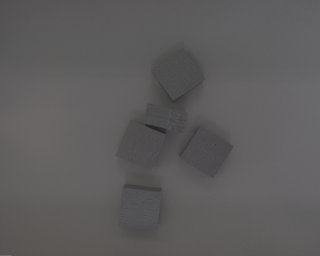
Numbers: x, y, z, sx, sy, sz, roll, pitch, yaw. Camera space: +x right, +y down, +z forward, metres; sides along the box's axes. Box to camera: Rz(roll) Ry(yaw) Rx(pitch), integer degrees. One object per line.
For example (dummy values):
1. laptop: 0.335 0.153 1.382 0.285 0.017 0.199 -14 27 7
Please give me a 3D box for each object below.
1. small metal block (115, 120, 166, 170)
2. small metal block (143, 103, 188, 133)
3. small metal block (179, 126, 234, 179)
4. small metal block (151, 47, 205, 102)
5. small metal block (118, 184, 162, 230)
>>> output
1. small metal block: -0.025 0.022 0.411 0.050 0.025 0.050 22 90 0
2. small metal block: 0.007 -0.012 0.399 0.050 0.050 0.025 13 90 0
3. small metal block: 0.061 0.031 0.412 0.050 0.025 0.050 33 90 0
4. small metal block: 0.023 -0.069 0.411 0.050 0.025 0.050 -35 90 0
5. small metal block: -0.026 0.104 0.411 0.050 0.025 0.050 7 90 0
